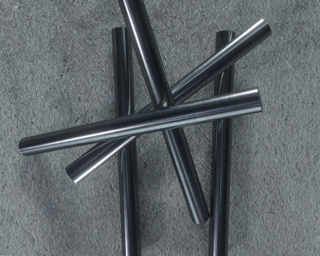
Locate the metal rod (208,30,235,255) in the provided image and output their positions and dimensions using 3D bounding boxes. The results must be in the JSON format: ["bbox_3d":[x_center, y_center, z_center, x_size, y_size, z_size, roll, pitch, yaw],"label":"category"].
[{"bbox_3d":[0.082,0.024,0.410,0.025,0.025,0.298,2,90,0],"label":"metal rod"}]

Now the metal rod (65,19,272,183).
[{"bbox_3d":[0.011,-0.033,0.383,0.300,0.025,0.025,-38,90,0],"label":"metal rod"}]

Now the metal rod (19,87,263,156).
[{"bbox_3d":[-0.041,-0.001,0.353,0.300,0.025,0.025,-11,90,22],"label":"metal rod"}]

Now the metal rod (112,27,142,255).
[{"bbox_3d":[-0.044,0.020,0.409,0.025,0.025,0.298,-3,90,0],"label":"metal rod"}]

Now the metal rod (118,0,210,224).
[{"bbox_3d":[0.009,-0.014,0.361,0.025,0.025,0.298,-19,110,0],"label":"metal rod"}]
